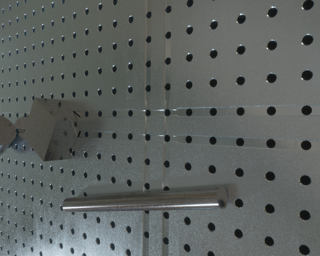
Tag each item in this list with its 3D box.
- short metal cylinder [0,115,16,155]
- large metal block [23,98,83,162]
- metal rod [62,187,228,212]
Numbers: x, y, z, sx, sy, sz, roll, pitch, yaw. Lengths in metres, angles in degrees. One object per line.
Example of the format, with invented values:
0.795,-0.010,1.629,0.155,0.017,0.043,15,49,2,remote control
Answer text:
-0.361,0.016,0.667,0.050,0.081,0.080,-41,65,32,short metal cylinder
-0.191,0.002,0.547,0.080,0.050,0.079,37,113,33,large metal block
-0.044,0.106,0.442,0.300,0.025,0.025,-13,82,38,metal rod
